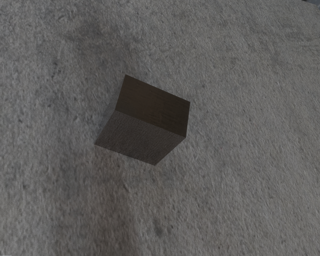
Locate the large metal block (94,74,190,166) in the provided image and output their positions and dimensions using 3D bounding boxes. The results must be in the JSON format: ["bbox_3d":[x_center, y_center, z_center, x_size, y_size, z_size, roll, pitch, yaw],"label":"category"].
[{"bbox_3d":[-0.022,-0.005,0.361,0.080,0.080,0.050,22,54,-16],"label":"large metal block"}]
